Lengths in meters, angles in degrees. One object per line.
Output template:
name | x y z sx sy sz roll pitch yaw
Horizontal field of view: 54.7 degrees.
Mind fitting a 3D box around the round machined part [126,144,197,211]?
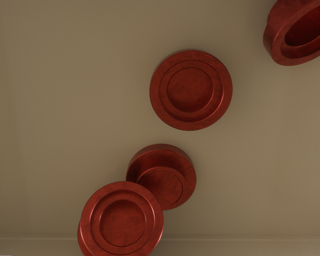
round machined part | 0.002 0.075 0.430 0.099 0.042 0.097 0 110 -1

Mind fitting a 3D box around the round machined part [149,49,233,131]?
round machined part | 0.037 -0.049 0.385 0.099 0.042 0.097 0 110 -1

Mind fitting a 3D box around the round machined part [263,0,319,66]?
round machined part | 0.160 -0.119 0.344 0.099 0.042 0.098 -14 148 -9

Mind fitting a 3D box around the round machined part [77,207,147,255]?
round machined part | -0.062 0.140 0.422 0.099 0.098 0.042 6 151 -3

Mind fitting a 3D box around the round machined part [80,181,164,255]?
round machined part | -0.046 0.119 0.386 0.099 0.098 0.042 4 152 -2
